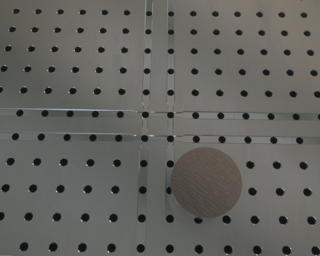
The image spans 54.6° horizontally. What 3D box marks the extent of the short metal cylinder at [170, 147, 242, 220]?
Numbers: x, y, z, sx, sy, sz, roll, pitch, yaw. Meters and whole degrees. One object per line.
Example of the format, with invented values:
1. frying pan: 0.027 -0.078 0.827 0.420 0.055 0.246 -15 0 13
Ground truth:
1. short metal cylinder: 0.053 0.068 0.374 0.080 0.050 0.080 0 70 0
